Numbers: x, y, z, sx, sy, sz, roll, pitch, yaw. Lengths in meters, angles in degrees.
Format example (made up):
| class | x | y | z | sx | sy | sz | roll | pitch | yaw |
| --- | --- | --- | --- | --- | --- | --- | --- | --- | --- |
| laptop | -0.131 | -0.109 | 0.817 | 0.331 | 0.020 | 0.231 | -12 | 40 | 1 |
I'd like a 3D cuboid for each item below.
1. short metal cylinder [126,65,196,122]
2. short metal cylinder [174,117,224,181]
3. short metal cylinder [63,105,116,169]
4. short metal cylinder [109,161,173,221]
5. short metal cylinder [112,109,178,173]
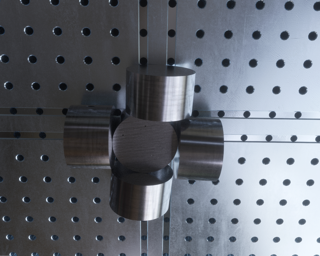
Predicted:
| class | x | y | z | sx | sy | sz | roll | pitch | yaw |
| --- | --- | --- | --- | --- | --- | --- | --- | --- | --- |
| short metal cylinder | 0.000 | -0.044 | 0.367 | 0.081 | 0.080 | 0.050 | 3 | 110 | -1 |
| short metal cylinder | 0.047 | 0.026 | 0.394 | 0.050 | 0.080 | 0.079 | 3 | 110 | -2 |
| short metal cylinder | -0.084 | 0.011 | 0.387 | 0.050 | 0.080 | 0.079 | 1 | 110 | -1 |
| short metal cylinder | -0.025 | 0.077 | 0.411 | 0.081 | 0.080 | 0.050 | 6 | 110 | -2 |
| short metal cylinder | -0.019 | 0.011 | 0.404 | 0.081 | 0.050 | 0.079 | -1 | 110 | -1 |
